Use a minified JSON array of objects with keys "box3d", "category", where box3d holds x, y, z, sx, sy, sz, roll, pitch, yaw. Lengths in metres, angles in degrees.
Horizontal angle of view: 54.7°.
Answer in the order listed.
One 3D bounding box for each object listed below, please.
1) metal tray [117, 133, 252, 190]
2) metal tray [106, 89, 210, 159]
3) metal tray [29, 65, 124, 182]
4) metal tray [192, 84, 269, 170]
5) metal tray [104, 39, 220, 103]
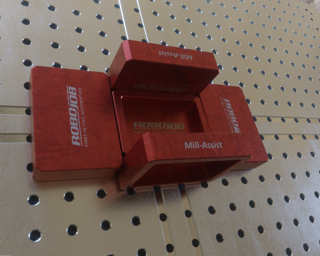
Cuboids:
[{"box3d":[0.027,0.039,0.357,0.131,0.090,0.030,1,62,-28],"category":"metal tray"},{"box3d":[0.002,-0.001,0.405,0.131,0.030,0.090,1,61,-28],"category":"metal tray"},{"box3d":[-0.099,-0.007,0.357,0.091,0.030,0.130,1,61,-28],"category":"metal tray"},{"box3d":[0.098,-0.004,0.460,0.091,0.030,0.130,1,61,-29],"category":"metal tray"},{"box3d":[0.001,-0.067,0.409,0.131,0.090,0.030,1,62,-28],"category":"metal tray"}]
